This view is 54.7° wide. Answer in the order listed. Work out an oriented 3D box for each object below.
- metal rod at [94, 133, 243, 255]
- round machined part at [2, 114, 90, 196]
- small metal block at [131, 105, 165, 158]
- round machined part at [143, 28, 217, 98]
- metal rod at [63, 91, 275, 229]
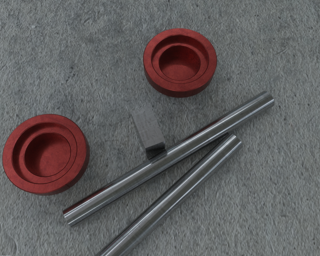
[{"bbox_3d":[-0.014,0.111,0.367,0.301,0.025,0.025,-40,75,-14],"label":"metal rod"},{"bbox_3d":[-0.136,0.035,0.385,0.099,0.042,0.098,0,70,0],"label":"round machined part"},{"bbox_3d":[-0.015,0.006,0.393,0.025,0.050,0.050,-21,72,-7],"label":"small metal block"},{"bbox_3d":[0.027,-0.086,0.431,0.099,0.042,0.098,0,70,0],"label":"round machined part"},{"bbox_3d":[0.019,0.034,0.395,0.301,0.025,0.025,-30,73,-11],"label":"metal rod"}]
